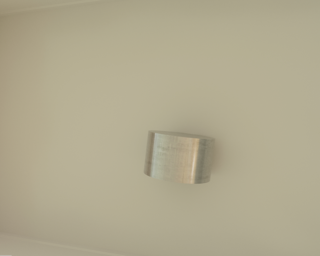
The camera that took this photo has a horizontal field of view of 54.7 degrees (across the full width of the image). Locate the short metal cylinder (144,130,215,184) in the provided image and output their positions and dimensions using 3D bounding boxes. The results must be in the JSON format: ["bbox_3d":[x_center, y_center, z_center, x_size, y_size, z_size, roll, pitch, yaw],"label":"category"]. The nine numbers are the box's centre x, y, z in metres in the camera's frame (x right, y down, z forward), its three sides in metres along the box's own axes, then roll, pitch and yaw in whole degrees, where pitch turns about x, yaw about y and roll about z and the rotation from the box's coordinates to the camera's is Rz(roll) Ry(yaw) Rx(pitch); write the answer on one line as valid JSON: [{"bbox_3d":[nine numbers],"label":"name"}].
[{"bbox_3d":[0.023,0.033,0.373,0.080,0.080,0.050,8,93,19],"label":"short metal cylinder"}]
